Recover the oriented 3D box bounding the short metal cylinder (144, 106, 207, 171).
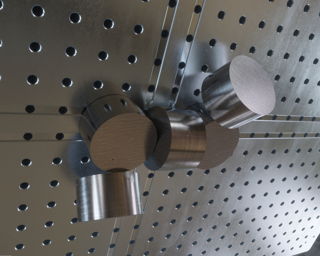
[{"bbox_3d":[0.014,0.014,0.393,0.050,0.080,0.079,5,116,-31],"label":"short metal cylinder"}]

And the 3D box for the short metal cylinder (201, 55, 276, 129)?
[{"bbox_3d":[0.100,-0.045,0.396,0.081,0.080,0.050,9,156,-33],"label":"short metal cylinder"}]

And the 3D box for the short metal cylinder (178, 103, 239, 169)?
[{"bbox_3d":[0.064,0.011,0.438,0.081,0.050,0.079,-14,125,-21],"label":"short metal cylinder"}]

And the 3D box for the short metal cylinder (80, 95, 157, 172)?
[{"bbox_3d":[-0.050,0.007,0.372,0.081,0.050,0.079,-14,125,-21],"label":"short metal cylinder"}]

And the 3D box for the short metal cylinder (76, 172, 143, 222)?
[{"bbox_3d":[-0.063,0.088,0.389,0.081,0.050,0.080,-7,164,-2],"label":"short metal cylinder"}]
